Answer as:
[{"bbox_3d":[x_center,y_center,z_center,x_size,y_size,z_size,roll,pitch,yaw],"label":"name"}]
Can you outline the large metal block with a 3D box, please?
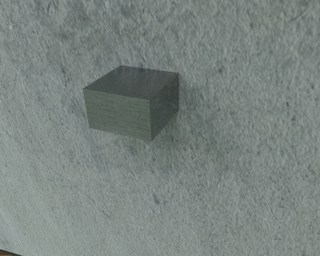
[{"bbox_3d":[-0.030,-0.033,0.365,0.080,0.080,0.050,12,123,21],"label":"large metal block"}]
